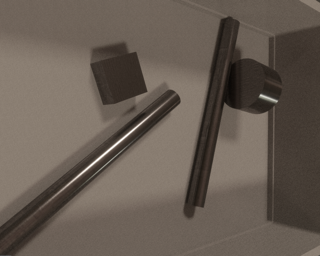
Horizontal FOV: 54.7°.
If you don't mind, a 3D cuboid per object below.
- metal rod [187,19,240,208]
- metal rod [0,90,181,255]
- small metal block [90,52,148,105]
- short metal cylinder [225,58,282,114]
[{"bbox_3d":[0.085,-0.029,0.480,0.025,0.025,0.299,22,76,-38],"label":"metal rod"},{"bbox_3d":[-0.077,0.044,0.343,0.302,0.025,0.025,-42,116,-32],"label":"metal rod"},{"bbox_3d":[-0.048,-0.059,0.368,0.050,0.025,0.050,-26,106,-37],"label":"small metal block"},{"bbox_3d":[0.145,-0.065,0.495,0.050,0.080,0.080,10,84,-40],"label":"short metal cylinder"}]
